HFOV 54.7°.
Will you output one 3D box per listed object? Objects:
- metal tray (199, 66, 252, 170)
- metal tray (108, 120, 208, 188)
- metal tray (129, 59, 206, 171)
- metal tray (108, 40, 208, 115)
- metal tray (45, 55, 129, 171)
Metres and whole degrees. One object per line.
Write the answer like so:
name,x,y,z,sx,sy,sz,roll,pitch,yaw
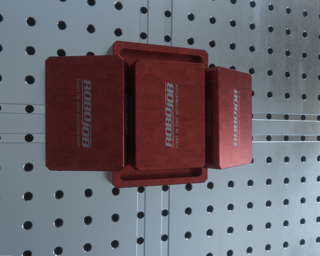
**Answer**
metal tray,0.092,-0.013,0.425,0.091,0.030,0.129,-1,91,-47
metal tray,-0.001,0.029,0.411,0.131,0.030,0.089,0,90,-21
metal tray,0.009,-0.015,0.382,0.091,0.030,0.129,0,90,-21
metal tray,-0.001,-0.061,0.410,0.131,0.030,0.089,0,90,-21
metal tray,-0.084,-0.017,0.360,0.091,0.030,0.129,0,90,5
